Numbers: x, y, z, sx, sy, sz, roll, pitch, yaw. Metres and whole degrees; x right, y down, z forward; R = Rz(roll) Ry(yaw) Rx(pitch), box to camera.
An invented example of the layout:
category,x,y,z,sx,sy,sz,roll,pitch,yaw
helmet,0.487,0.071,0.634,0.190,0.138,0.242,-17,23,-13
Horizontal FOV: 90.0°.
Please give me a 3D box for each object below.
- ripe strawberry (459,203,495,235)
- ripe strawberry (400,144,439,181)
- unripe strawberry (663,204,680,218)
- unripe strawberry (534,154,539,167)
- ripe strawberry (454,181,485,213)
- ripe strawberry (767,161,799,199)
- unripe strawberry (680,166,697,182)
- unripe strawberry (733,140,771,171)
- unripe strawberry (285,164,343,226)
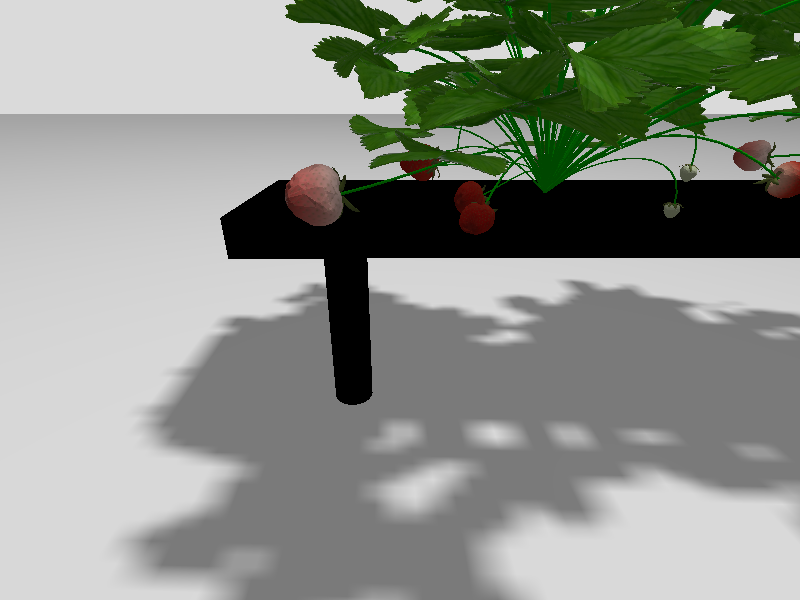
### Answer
category,x,y,z,sx,sy,sz,roll,pitch,yaw
ripe strawberry,0.043,-0.045,0.228,0.021,0.019,0.019,16,52,29
ripe strawberry,0.018,-0.132,0.386,0.035,0.034,0.038,12,29,24
unripe strawberry,0.181,-0.059,0.267,0.009,0.010,0.010,-17,31,-30
unripe strawberry,0.171,-0.171,0.489,0.014,0.015,0.015,7,27,14
ripe strawberry,0.045,-0.067,0.267,0.020,0.023,0.022,23,35,39
ripe strawberry,0.315,-0.095,0.322,0.030,0.029,0.027,11,27,1
unripe strawberry,0.284,-0.125,0.396,0.015,0.015,0.014,-9,28,-18
unripe strawberry,0.391,-0.161,0.446,0.031,0.032,0.029,16,30,30
unripe strawberry,-0.053,-0.064,0.246,0.035,0.036,0.032,-15,30,-26
